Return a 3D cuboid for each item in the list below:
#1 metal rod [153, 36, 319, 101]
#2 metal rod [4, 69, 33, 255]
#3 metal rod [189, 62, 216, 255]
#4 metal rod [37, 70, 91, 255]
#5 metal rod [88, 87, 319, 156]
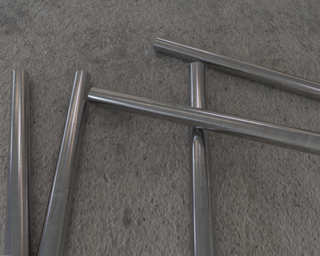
[{"bbox_3d":[0.130,-0.091,0.480,0.301,0.025,0.025,21,53,16],"label":"metal rod"},{"bbox_3d":[-0.170,0.031,0.375,0.025,0.025,0.300,-12,51,-10],"label":"metal rod"},{"bbox_3d":[0.049,0.021,0.385,0.025,0.025,0.300,2,50,2],"label":"metal rod"},{"bbox_3d":[-0.110,0.037,0.370,0.025,0.025,0.300,-2,50,-2],"label":"metal rod"},{"bbox_3d":[0.041,-0.014,0.382,0.301,0.025,0.025,13,51,22],"label":"metal rod"}]
